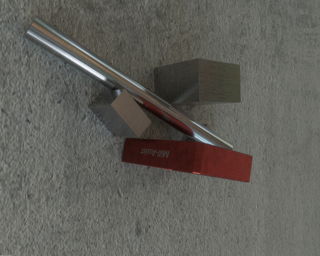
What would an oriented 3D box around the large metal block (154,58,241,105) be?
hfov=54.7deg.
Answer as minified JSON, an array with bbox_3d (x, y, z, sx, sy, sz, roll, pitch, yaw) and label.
[{"bbox_3d":[0.049,-0.057,0.412,0.081,0.080,0.050,-3,92,-40],"label":"large metal block"}]

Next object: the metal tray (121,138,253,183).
[{"bbox_3d":[0.028,0.036,0.363,0.091,0.130,0.030,16,80,-39],"label":"metal tray"}]

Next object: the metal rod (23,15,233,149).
[{"bbox_3d":[-0.015,-0.033,0.378,0.301,0.025,0.025,31,71,-31],"label":"metal rod"}]

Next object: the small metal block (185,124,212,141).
[{"bbox_3d":[0.063,0.029,0.462,0.050,0.025,0.050,49,61,-29],"label":"small metal block"}]

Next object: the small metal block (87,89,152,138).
[{"bbox_3d":[-0.046,-0.016,0.352,0.050,0.050,0.025,52,59,-28],"label":"small metal block"}]
